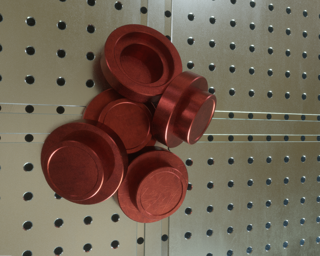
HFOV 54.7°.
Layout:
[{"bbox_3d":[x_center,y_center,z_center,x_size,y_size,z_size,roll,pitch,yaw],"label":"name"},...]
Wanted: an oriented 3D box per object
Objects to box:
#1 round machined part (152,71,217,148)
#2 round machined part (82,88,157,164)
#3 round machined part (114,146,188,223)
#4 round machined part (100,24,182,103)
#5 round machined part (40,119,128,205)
[{"bbox_3d":[0.036,-0.018,0.387,0.042,0.098,0.098,28,78,23],"label":"round machined part"},{"bbox_3d":[-0.046,-0.003,0.386,0.099,0.042,0.097,0,90,-21],"label":"round machined part"},{"bbox_3d":[-0.006,0.075,0.389,0.099,0.042,0.097,-6,104,-25],"label":"round machined part"},{"bbox_3d":[-0.026,-0.075,0.383,0.099,0.042,0.098,10,65,-22],"label":"round machined part"},{"bbox_3d":[-0.089,0.042,0.346,0.098,0.042,0.097,2,103,9],"label":"round machined part"}]
